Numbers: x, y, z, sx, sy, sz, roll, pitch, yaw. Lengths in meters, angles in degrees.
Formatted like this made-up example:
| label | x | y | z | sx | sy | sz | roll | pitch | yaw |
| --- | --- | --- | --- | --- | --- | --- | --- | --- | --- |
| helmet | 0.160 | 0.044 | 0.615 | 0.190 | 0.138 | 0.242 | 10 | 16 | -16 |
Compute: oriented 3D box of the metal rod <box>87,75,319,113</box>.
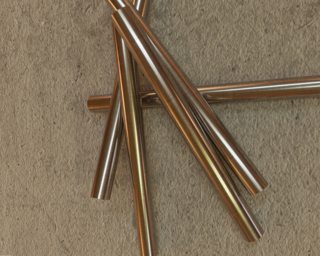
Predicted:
| label | x | y | z | sx | sy | sz | roll | pitch | yaw |
| --- | --- | --- | --- | --- | --- | --- | --- | --- | --- |
| metal rod | 0.045 | -0.041 | 0.393 | 0.301 | 0.025 | 0.025 | -3 | 89 | 19 |

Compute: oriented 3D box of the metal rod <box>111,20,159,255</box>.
| label | x | y | z | sx | sy | sz | roll | pitch | yaw |
| --- | --- | --- | --- | --- | --- | --- | --- | --- | --- |
| metal rod | -0.029 | 0.022 | 0.387 | 0.025 | 0.025 | 0.298 | -2 | 101 | 20 |

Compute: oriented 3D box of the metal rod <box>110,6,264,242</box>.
| label | x | y | z | sx | sy | sz | roll | pitch | yaw |
| --- | --- | --- | --- | --- | --- | --- | --- | --- | --- |
| metal rod | 0.034 | 0.001 | 0.353 | 0.025 | 0.025 | 0.299 | -29 | 97 | 18 |

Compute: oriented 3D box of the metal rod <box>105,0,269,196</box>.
| label | x | y | z | sx | sy | sz | roll | pitch | yaw |
| --- | --- | --- | --- | --- | --- | --- | --- | --- | --- |
| metal rod | 0.026 | -0.050 | 0.370 | 0.025 | 0.025 | 0.299 | -38 | 83 | 16 |

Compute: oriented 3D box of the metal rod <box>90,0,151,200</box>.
| label | x | y | z | sx | sy | sz | roll | pitch | yaw |
| --- | --- | --- | --- | --- | --- | --- | --- | --- | --- |
| metal rod | -0.046 | -0.059 | 0.401 | 0.025 | 0.025 | 0.299 | 9 | 84 | 20 |
